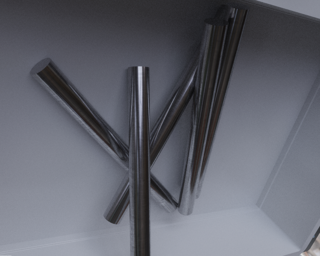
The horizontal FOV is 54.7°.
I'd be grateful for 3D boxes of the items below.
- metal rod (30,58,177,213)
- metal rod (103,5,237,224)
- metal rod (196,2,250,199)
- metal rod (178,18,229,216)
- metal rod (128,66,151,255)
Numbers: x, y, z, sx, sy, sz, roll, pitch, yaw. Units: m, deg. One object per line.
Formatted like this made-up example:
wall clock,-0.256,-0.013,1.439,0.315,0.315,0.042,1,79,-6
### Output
metal rod,-0.050,0.032,0.402,0.025,0.025,0.300,-38,130,-3
metal rod,0.010,-0.011,0.387,0.025,0.025,0.299,24,98,-37
metal rod,0.068,-0.011,0.417,0.025,0.025,0.298,-11,131,-23
metal rod,0.049,0.010,0.406,0.025,0.025,0.298,-13,130,-22
metal rod,-0.024,0.079,0.368,0.025,0.025,0.298,-3,95,-28
